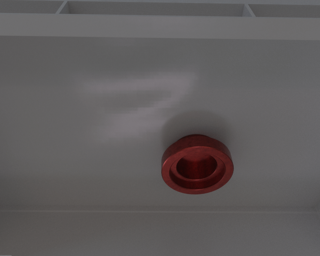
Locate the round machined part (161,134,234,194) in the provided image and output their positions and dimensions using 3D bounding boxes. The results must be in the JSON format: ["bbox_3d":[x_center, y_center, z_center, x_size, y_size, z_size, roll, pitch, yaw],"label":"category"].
[{"bbox_3d":[0.051,0.047,0.438,0.099,0.042,0.097,0,130,0],"label":"round machined part"}]
